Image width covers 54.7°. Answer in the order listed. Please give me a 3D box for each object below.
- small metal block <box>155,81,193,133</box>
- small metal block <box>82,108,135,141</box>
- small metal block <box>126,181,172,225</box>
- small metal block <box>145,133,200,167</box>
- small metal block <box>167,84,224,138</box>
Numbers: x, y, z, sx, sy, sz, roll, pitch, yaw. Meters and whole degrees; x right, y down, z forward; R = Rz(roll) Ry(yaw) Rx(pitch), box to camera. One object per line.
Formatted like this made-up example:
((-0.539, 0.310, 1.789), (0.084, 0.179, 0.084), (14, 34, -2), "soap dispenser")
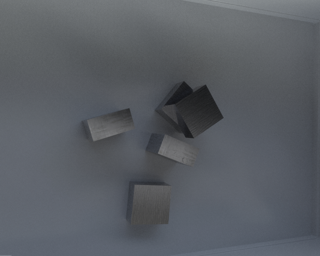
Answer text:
((0.030, -0.027, 0.423), (0.050, 0.025, 0.050), (42, 77, -16), "small metal block")
((-0.063, -0.004, 0.375), (0.050, 0.050, 0.025), (-18, 96, -20), "small metal block")
((-0.015, 0.098, 0.406), (0.050, 0.025, 0.050), (6, 88, -20), "small metal block")
((0.015, 0.028, 0.404), (0.050, 0.050, 0.025), (23, 82, -19), "small metal block")
((0.046, -0.021, 0.402), (0.050, 0.025, 0.050), (-33, 101, -17), "small metal block")
